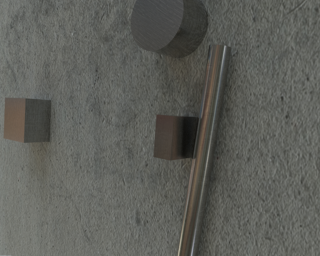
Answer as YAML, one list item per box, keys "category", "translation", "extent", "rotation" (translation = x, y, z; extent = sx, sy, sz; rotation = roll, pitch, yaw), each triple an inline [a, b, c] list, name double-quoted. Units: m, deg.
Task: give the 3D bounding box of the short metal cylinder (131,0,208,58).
- category: "short metal cylinder"
  translation: [0.011, -0.130, 0.378]
  extent: [0.080, 0.050, 0.079]
  rotation: [0, 90, 39]

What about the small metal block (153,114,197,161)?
- category: "small metal block"
  translation: [0.020, 0.010, 0.371]
  extent: [0.025, 0.050, 0.050]
  rotation: [7, 95, 39]

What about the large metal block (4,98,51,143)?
- category: "large metal block"
  translation: [-0.256, -0.016, 0.596]
  extent: [0.080, 0.050, 0.079]
  rotation: [6, 94, 39]

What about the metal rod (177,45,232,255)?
- category: "metal rod"
  translation: [0.047, 0.055, 0.364]
  extent: [0.025, 0.025, 0.298]
  rotation: [13, 98, 39]
